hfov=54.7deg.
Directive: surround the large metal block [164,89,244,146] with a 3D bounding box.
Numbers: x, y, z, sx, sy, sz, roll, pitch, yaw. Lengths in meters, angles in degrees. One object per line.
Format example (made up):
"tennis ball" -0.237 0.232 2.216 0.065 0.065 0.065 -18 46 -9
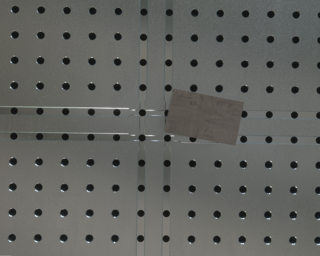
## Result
"large metal block" 0.050 -0.012 0.387 0.080 0.080 0.050 11 90 -1
